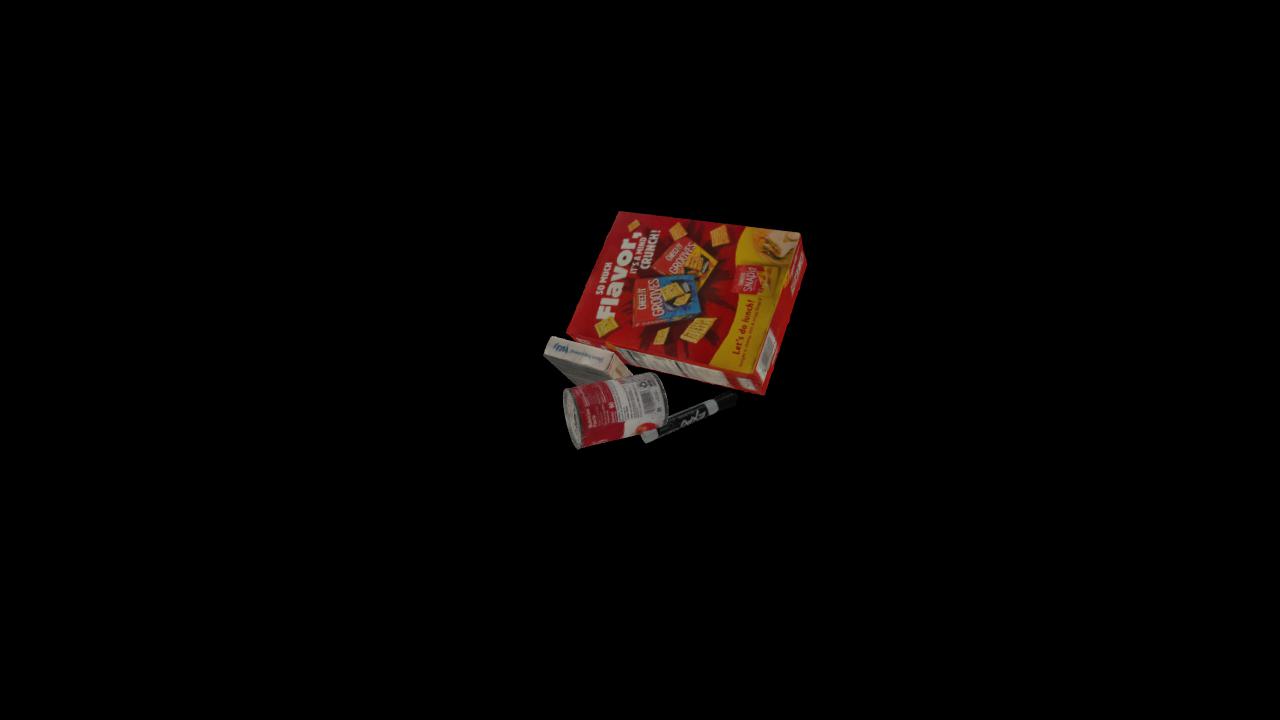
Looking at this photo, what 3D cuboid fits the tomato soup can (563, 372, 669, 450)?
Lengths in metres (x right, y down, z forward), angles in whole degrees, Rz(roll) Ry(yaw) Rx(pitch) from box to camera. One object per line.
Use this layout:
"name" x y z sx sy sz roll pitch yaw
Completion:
"tomato soup can" -0.027 0.053 0.676 0.101 0.068 0.068 -11 4 -19

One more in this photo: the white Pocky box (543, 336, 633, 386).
"white Pocky box" -0.047 0.021 0.735 0.084 0.028 0.154 14 -17 22

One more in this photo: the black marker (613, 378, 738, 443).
"black marker" 0.057 0.063 0.694 0.121 0.020 0.020 -21 6 -16

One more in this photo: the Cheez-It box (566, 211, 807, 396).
"Cheez-It box" 0.050 -0.067 0.671 0.223 0.166 0.071 13 -19 26
